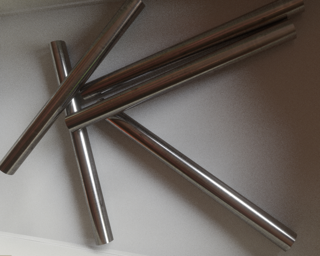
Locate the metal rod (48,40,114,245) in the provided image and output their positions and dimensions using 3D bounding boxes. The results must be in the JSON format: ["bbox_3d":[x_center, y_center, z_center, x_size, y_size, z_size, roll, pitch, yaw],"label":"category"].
[{"bbox_3d":[-0.116,0.017,0.451,0.025,0.025,0.299,-17,84,19],"label":"metal rod"}]

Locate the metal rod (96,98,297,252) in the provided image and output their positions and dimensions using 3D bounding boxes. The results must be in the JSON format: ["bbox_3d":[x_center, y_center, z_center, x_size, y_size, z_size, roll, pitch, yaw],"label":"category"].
[{"bbox_3d":[0.032,0.050,0.399,0.300,0.025,0.025,35,101,16],"label":"metal rod"}]

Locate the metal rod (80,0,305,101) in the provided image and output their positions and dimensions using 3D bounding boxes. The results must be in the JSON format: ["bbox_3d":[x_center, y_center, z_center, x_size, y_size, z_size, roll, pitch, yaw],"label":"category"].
[{"bbox_3d":[0.026,-0.097,0.401,0.300,0.025,0.025,-19,84,18],"label":"metal rod"}]

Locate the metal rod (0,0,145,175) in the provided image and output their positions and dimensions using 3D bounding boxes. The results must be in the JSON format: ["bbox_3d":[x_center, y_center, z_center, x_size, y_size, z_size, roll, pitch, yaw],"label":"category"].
[{"bbox_3d":[-0.124,-0.058,0.430,0.025,0.025,0.299,40,93,15],"label":"metal rod"}]

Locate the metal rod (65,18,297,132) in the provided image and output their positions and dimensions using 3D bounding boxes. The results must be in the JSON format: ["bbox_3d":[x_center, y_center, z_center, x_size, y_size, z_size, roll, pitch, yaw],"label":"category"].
[{"bbox_3d":[0.016,-0.060,0.388,0.301,0.025,0.025,-22,83,12],"label":"metal rod"}]
